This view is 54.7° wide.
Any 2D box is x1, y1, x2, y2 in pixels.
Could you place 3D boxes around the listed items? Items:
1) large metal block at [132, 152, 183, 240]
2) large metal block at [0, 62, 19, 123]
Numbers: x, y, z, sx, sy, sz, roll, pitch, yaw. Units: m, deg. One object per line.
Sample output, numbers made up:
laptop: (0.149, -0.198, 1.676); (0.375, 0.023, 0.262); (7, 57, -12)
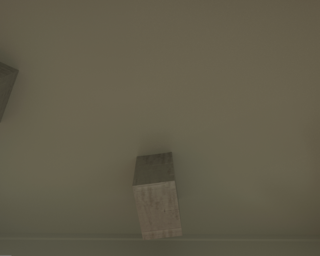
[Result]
large metal block: (-0.002, 0.088, 0.414); (0.050, 0.080, 0.079); (-8, 110, 2)
large metal block: (-0.234, -0.048, 0.377); (0.080, 0.050, 0.080); (25, 108, -10)
